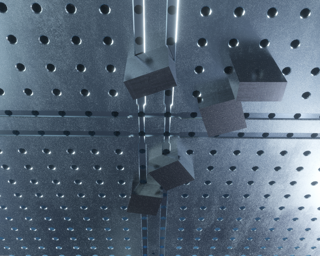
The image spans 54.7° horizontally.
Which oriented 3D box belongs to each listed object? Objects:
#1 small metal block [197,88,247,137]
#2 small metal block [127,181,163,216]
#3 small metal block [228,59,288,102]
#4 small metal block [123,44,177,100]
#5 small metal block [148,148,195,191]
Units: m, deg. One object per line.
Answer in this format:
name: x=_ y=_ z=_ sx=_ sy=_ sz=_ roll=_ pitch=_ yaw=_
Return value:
small metal block: x=0.079 y=-0.020 z=0.396 sx=0.050 sy=0.025 sz=0.050 roll=-15 pitch=129 yaw=12
small metal block: x=-0.025 y=0.117 z=0.511 sx=0.050 sy=0.025 sz=0.050 roll=10 pitch=130 yaw=-9
small metal block: x=0.108 y=-0.055 z=0.351 sx=0.050 sy=0.050 sz=0.025 roll=0 pitch=130 yaw=-1
small metal block: x=-0.010 y=-0.062 z=0.342 sx=0.050 sy=0.050 sz=0.025 roll=-17 pitch=128 yaw=13
small metal block: x=0.017 y=0.063 z=0.466 sx=0.050 sy=0.025 sz=0.050 roll=-26 pitch=126 yaw=20
